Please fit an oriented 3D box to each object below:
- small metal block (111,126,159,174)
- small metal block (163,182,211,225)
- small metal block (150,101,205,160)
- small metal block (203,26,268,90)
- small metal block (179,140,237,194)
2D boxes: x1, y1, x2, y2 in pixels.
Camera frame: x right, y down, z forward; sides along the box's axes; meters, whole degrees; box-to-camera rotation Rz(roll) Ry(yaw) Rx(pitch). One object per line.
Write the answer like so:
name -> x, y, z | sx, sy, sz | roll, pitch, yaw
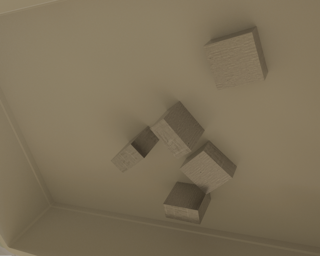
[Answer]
small metal block -> -0.033, 0.030, 0.429 | 0.025, 0.050, 0.050 | 47, 129, -5
small metal block -> 0.039, 0.104, 0.436 | 0.050, 0.050, 0.025 | 4, 120, 26
small metal block -> 0.023, 0.002, 0.382 | 0.050, 0.050, 0.025 | 49, 129, -7
small metal block -> 0.080, -0.071, 0.322 | 0.050, 0.025, 0.050 | -9, 114, 32
small metal block -> 0.063, 0.053, 0.408 | 0.050, 0.025, 0.050 | 44, 129, -2
